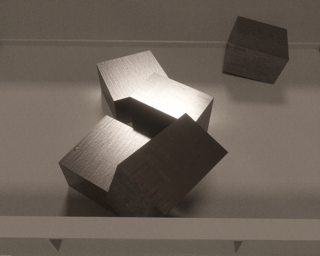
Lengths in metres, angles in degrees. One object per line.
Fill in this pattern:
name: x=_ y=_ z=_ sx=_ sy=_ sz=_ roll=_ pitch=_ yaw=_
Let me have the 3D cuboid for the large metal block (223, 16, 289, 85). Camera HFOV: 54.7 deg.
large metal block: x=0.150 y=-0.123 z=0.486 sx=0.080 sy=0.050 sz=0.080 roll=16 pitch=51 yaw=0

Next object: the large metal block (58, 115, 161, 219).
large metal block: x=-0.051 y=0.043 z=0.352 sx=0.080 sy=0.050 sz=0.080 roll=26 pitch=54 yaw=20

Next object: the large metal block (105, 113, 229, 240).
large metal block: x=0.003 y=0.044 z=0.277 sx=0.050 sy=0.080 sz=0.080 roll=45 pitch=57 yaw=12

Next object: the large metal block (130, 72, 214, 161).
large metal block: x=0.013 y=-0.010 z=0.378 sx=0.080 sy=0.080 sz=0.050 roll=26 pitch=55 yaw=20

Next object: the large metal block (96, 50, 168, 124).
large metal block: x=-0.036 y=-0.058 z=0.437 sx=0.081 sy=0.050 sz=0.080 roll=-18 pitch=53 yaw=-15
